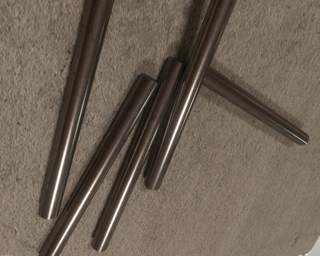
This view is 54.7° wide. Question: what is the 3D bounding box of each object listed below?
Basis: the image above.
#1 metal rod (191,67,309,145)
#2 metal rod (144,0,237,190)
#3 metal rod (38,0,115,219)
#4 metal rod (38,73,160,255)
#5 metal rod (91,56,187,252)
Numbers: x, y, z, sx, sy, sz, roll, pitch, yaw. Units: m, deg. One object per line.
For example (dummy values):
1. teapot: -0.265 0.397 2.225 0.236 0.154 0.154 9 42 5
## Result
1. metal rod: 0.149 -0.028 0.473 0.302 0.025 0.025 24 105 -37
2. metal rod: 0.032 -0.038 0.378 0.025 0.025 0.298 1 126 -29
3. metal rod: -0.095 -0.022 0.342 0.025 0.025 0.298 6 115 -32
4. metal rod: -0.086 0.065 0.400 0.025 0.025 0.298 21 107 -36
5. metal rod: -0.035 0.048 0.418 0.025 0.025 0.298 11 113 -33
